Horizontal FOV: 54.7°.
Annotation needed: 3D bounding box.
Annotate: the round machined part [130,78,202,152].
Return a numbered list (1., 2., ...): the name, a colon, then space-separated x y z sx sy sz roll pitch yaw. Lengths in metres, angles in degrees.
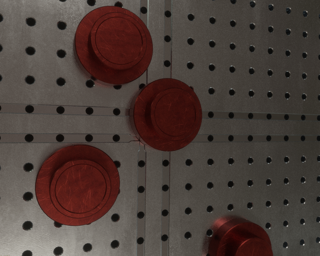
1. round machined part: 0.013 -0.017 0.409 0.099 0.042 0.097 0 90 -21

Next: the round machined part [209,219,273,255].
1. round machined part: 0.124 0.187 0.452 0.099 0.042 0.097 0 90 -20

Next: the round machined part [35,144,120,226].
1. round machined part: -0.096 0.068 0.369 0.099 0.042 0.097 0 90 -21

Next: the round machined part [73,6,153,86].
1. round machined part: -0.055 -0.103 0.384 0.099 0.042 0.097 0 90 -21
